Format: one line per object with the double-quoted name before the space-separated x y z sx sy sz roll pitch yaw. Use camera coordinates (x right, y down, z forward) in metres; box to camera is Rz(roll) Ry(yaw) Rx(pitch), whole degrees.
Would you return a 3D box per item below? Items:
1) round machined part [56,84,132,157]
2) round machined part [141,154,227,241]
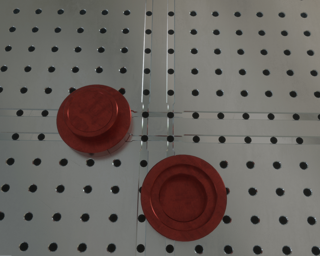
"round machined part" -0.087 -0.014 0.408 0.099 0.042 0.098 0 70 0
"round machined part" 0.027 0.084 0.372 0.099 0.042 0.098 0 70 0
